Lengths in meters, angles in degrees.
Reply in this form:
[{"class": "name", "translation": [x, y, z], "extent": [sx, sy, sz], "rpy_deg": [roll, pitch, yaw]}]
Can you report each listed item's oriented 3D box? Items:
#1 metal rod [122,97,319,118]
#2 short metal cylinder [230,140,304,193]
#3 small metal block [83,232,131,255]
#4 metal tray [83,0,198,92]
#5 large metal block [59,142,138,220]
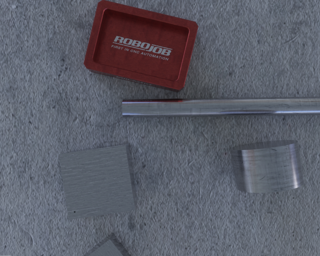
[{"class": "metal rod", "translation": [0.102, -0.028, 0.411], "extent": [0.302, 0.025, 0.025], "rpy_deg": [-1, 90, -1]}, {"class": "short metal cylinder", "translation": [0.132, 0.046, 0.384], "extent": [0.081, 0.080, 0.050], "rpy_deg": [-8, 90, 0]}, {"class": "small metal block", "translation": [-0.069, 0.177, 0.409], "extent": [0.050, 0.025, 0.050], "rpy_deg": [-38, 91, 0]}, {"class": "metal tray", "translation": [-0.024, -0.106, 0.407], "extent": [0.131, 0.030, 0.089], "rpy_deg": [13, 90, -1]}, {"class": "large metal block", "translation": [-0.076, 0.065, 0.397], "extent": [0.081, 0.050, 0.080], "rpy_deg": [-8, 90, -1]}]
